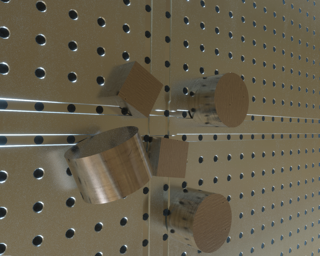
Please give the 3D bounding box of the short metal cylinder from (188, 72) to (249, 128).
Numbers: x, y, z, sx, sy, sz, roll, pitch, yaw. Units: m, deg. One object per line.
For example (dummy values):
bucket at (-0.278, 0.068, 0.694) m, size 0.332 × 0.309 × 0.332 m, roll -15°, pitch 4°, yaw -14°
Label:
short metal cylinder at (0.089, -0.041, 0.467) m, size 0.081 × 0.050 × 0.079 m, roll 0°, pitch 91°, yaw -40°

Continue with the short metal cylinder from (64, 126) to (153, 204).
short metal cylinder at (-0.053, 0.037, 0.329) m, size 0.081 × 0.080 × 0.050 m, roll -29°, pitch 109°, yaw -36°

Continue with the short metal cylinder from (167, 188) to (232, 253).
short metal cylinder at (0.057, 0.129, 0.441) m, size 0.081 × 0.050 × 0.079 m, roll 0°, pitch 90°, yaw -40°

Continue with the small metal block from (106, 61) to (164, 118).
small metal block at (-0.030, -0.046, 0.384) m, size 0.050 × 0.025 × 0.050 m, roll 37°, pitch 67°, yaw -34°

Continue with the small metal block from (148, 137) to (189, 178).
small metal block at (0.010, 0.040, 0.418) m, size 0.050 × 0.025 × 0.050 m, roll 11°, pitch 83°, yaw -39°
